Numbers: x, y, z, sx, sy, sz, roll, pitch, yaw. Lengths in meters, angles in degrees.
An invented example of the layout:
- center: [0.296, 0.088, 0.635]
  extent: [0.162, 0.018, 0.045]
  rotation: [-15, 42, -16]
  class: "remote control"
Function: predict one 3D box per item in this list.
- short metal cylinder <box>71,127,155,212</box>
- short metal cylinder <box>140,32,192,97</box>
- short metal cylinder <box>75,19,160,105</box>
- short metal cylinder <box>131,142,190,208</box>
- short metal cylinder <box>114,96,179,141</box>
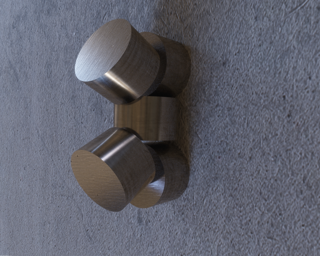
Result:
- center: [-0.052, 0.046, 0.347]
  extent: [0.080, 0.050, 0.079]
  rotation: [22, 131, 28]
  class: "short metal cylinder"
- center: [-0.007, -0.077, 0.397]
  extent: [0.080, 0.050, 0.080]
  rotation: [0, 90, 40]
  class: "short metal cylinder"
- center: [-0.047, -0.073, 0.345]
  extent: [0.080, 0.050, 0.080]
  rotation: [-19, 54, 29]
  class: "short metal cylinder"
- center: [-0.009, 0.058, 0.398]
  extent: [0.080, 0.050, 0.080]
  rotation: [0, 90, 40]
  class: "short metal cylinder"
- center: [-0.017, -0.012, 0.386]
  extent: [0.080, 0.081, 0.050]
  rotation: [2, 92, 40]
  class: "short metal cylinder"
